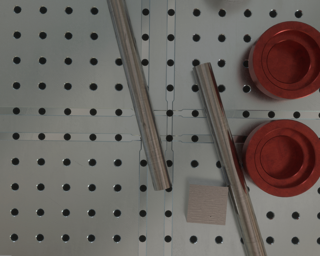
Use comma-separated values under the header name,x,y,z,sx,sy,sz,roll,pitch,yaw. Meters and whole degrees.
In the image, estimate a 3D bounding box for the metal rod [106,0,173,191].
name,x,y,z,sx,sy,sz,roll,pitch,yaw
metal rod,-0.032,-0.065,0.412,0.025,0.025,0.298,-14,90,0

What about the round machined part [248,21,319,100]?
name,x,y,z,sx,sy,sz,roll,pitch,yaw
round machined part,0.165,-0.085,0.406,0.099,0.042,0.097,0,90,0

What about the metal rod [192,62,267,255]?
name,x,y,z,sx,sy,sz,roll,pitch,yaw
metal rod,0.098,0.060,0.413,0.025,0.025,0.298,-16,90,0

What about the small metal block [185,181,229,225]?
name,x,y,z,sx,sy,sz,roll,pitch,yaw
small metal block,0.062,0.099,0.414,0.050,0.025,0.050,5,90,0

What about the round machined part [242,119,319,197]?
name,x,y,z,sx,sy,sz,roll,pitch,yaw
round machined part,0.156,0.038,0.406,0.099,0.042,0.097,0,90,0
